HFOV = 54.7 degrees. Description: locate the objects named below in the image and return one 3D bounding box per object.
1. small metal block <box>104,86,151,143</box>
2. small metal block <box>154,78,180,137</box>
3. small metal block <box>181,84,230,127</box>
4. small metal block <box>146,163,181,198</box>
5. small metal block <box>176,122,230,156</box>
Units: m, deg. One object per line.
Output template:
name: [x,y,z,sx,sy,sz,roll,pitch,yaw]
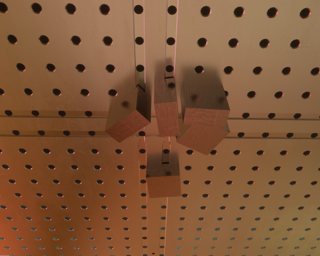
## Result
small metal block: [-0.038,-0.017,0.380,0.050,0.050,0.025,-32,123,24]
small metal block: [0.009,-0.025,0.374,0.025,0.050,0.050,-6,130,4]
small metal block: [0.053,-0.028,0.372,0.050,0.050,0.025,3,130,-3]
small metal block: [0.006,0.082,0.482,0.050,0.025,0.050,-4,130,3]
small metal block: [0.056,0.004,0.416,0.050,0.025,0.050,24,126,-20]
